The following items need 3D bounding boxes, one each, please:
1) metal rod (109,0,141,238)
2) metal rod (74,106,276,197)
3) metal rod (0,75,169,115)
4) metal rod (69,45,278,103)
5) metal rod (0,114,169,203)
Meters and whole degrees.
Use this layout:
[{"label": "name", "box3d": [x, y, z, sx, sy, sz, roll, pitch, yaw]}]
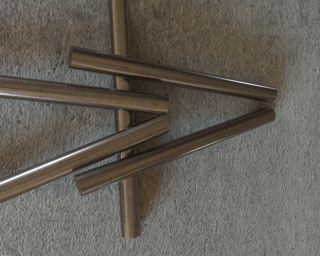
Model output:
[{"label": "metal rod", "box3d": [-0.045, -0.012, 0.394, 0.025, 0.025, 0.298, -3, 91, -20]}, {"label": "metal rod", "box3d": [0.038, 0.022, 0.409, 0.302, 0.025, 0.025, -18, 97, -26]}, {"label": "metal rod", "box3d": [-0.138, -0.042, 0.344, 0.302, 0.025, 0.025, 5, 88, -15]}, {"label": "metal rod", "box3d": [0.036, -0.065, 0.407, 0.302, 0.025, 0.025, 6, 88, -27]}, {"label": "metal rod", "box3d": [-0.130, 0.051, 0.348, 0.302, 0.025, 0.025, -22, 98, -14]}]
